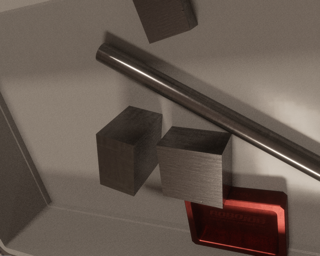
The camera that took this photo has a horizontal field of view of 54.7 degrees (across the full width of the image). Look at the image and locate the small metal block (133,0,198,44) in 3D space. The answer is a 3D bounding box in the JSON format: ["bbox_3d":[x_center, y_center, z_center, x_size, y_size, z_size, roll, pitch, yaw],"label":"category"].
[{"bbox_3d":[0.006,-0.123,0.328,0.050,0.025,0.050,-9,114,32],"label":"small metal block"}]

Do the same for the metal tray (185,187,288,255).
[{"bbox_3d":[0.104,0.126,0.423,0.130,0.030,0.089,1,115,27],"label":"metal tray"}]

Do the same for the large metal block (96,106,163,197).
[{"bbox_3d":[-0.038,0.028,0.409,0.050,0.080,0.079,15,125,19],"label":"large metal block"}]

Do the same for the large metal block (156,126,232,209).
[{"bbox_3d":[0.047,0.048,0.397,0.080,0.050,0.079,7,122,24],"label":"large metal block"}]

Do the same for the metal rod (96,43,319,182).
[{"bbox_3d":[0.057,-0.022,0.363,0.301,0.025,0.025,29,128,9],"label":"metal rod"}]
